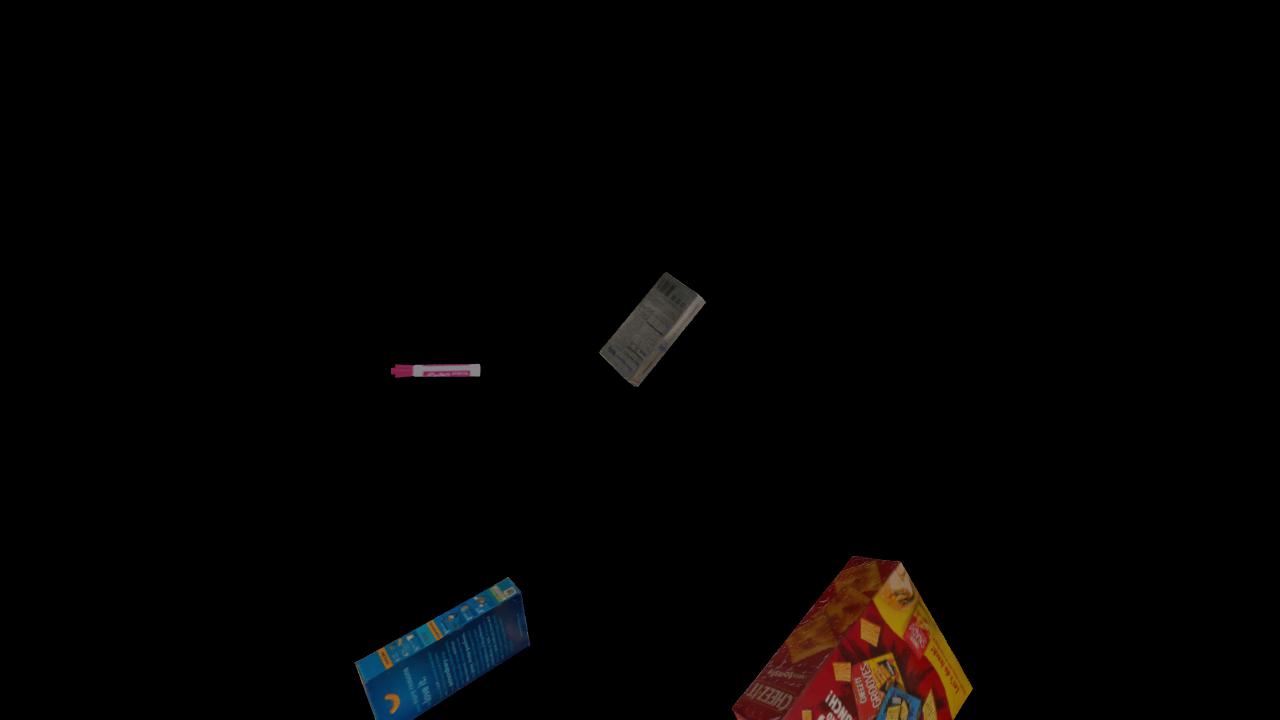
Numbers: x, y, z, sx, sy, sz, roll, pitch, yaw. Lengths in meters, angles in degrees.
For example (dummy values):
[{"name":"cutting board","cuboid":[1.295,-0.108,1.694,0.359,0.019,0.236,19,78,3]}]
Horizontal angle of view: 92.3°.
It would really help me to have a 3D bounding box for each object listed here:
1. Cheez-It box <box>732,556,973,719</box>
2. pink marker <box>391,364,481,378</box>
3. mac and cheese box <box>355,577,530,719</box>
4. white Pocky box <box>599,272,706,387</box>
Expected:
[{"name":"Cheez-It box","cuboid":[0.214,0.330,0.601,0.223,0.166,0.071,-35,7,-32]},{"name":"pink marker","cuboid":[-0.290,0.015,0.877,0.121,0.020,0.020,0,0,-23]},{"name":"mac and cheese box","cuboid":[-0.220,0.338,0.710,0.184,0.093,0.041,-21,32,-33]},{"name":"white Pocky box","cuboid":[0.016,-0.045,0.870,0.028,0.154,0.084,35,6,-48]}]
